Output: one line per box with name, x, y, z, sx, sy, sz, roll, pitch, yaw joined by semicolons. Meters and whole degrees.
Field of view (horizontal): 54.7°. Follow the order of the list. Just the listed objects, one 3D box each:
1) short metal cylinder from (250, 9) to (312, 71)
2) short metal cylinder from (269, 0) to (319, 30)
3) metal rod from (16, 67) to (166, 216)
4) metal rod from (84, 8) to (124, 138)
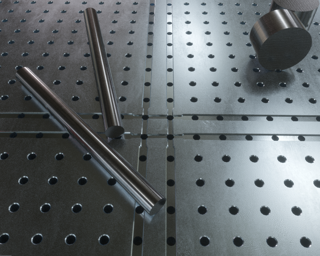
short metal cylinder;0.188;-0.137;0.489;0.081;0.080;0.050;-4;50;-3
short metal cylinder;0.243;-0.213;0.572;0.080;0.050;0.080;0;50;0
metal rod;-0.105;0.002;0.405;0.025;0.025;0.300;-36;59;-26
metal rod;-0.096;-0.106;0.495;0.025;0.025;0.300;-11;51;-9
